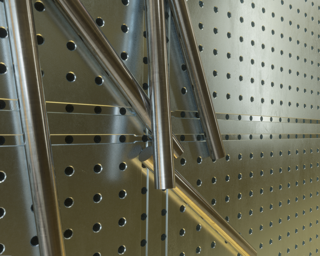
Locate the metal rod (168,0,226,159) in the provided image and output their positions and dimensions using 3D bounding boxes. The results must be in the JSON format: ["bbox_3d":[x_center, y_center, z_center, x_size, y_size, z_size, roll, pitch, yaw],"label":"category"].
[{"bbox_3d":[0.049,-0.094,0.452,0.025,0.025,0.298,-28,108,-37],"label":"metal rod"}]

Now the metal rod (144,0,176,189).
[{"bbox_3d":[-0.002,-0.077,0.383,0.025,0.025,0.298,3,81,-40],"label":"metal rod"}]

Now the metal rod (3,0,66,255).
[{"bbox_3d":[-0.123,-0.001,0.306,0.025,0.025,0.298,-10,97,-40],"label":"metal rod"}]

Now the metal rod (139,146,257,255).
[{"bbox_3d":[0.071,0.128,0.471,0.300,0.025,0.025,47,62,-30],"label":"metal rod"}]

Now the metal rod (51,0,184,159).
[{"bbox_3d":[-0.056,-0.074,0.363,0.025,0.025,0.299,-51,120,-28],"label":"metal rod"}]
